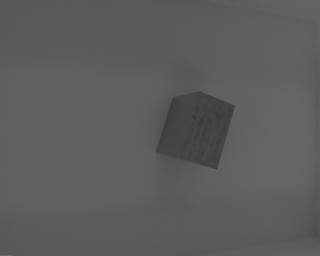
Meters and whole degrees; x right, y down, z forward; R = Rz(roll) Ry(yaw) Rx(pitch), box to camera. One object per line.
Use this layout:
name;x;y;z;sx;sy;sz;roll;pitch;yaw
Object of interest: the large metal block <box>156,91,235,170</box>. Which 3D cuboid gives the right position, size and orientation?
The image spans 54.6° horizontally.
large metal block;0.042;0.003;0.397;0.050;0.080;0.080;19;84;-19
